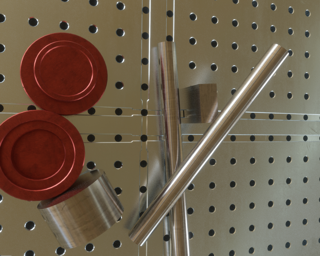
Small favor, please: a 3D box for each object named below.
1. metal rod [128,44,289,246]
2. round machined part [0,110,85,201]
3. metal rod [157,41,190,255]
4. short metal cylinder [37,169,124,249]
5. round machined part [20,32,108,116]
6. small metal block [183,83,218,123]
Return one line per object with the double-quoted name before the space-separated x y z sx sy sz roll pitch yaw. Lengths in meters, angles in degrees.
"metal rod" 0.059 0.023 0.390 0.025 0.025 0.299 36 93 -17
"round machined part" -0.137 0.030 0.351 0.099 0.042 0.097 1 87 -18
"metal rod" 0.019 0.036 0.419 0.025 0.025 0.298 -5 92 -20
"short metal cylinder" -0.088 0.089 0.351 0.080 0.080 0.050 -29 100 -18
"round machined part" -0.110 -0.063 0.363 0.099 0.042 0.097 0 90 -20
"small metal block" 0.054 -0.032 0.419 0.025 0.050 0.050 -5 92 -20
